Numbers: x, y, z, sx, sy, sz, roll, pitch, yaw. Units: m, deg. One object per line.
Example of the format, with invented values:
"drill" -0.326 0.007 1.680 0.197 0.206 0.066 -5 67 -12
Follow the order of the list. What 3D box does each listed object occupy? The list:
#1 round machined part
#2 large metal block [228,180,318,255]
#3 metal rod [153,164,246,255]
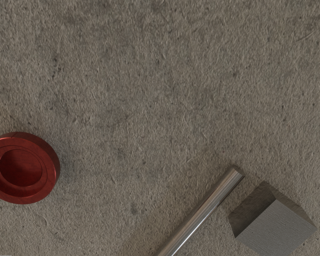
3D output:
"round machined part" -0.183 0.050 0.416 0.099 0.042 0.097 0 110 -1
"large metal block" 0.160 0.137 0.449 0.080 0.050 0.080 36 106 -13
"metal rod" 0.025 0.174 0.474 0.025 0.025 0.299 33 106 -12
